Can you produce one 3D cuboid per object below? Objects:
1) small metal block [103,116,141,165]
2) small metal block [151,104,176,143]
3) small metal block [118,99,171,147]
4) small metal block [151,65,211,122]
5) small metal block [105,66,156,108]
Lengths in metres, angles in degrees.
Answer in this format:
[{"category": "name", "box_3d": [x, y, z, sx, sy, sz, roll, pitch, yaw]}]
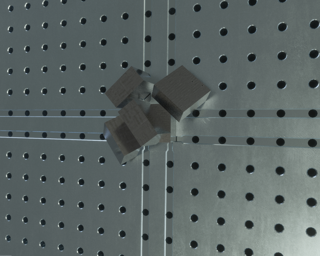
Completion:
[{"category": "small metal block", "box_3d": [-0.052, 0.017, 0.415, 0.025, 0.050, 0.050, -28, 79, -20]}, {"category": "small metal block", "box_3d": [-0.006, -0.006, 0.415, 0.050, 0.025, 0.050, 1, 90, 19]}, {"category": "small metal block", "box_3d": [-0.018, -0.006, 0.379, 0.025, 0.050, 0.050, -38, 79, 15]}, {"category": "small metal block", "box_3d": [0.026, -0.044, 0.389, 0.050, 0.025, 0.050, -38, 74, -25]}, {"category": "small metal block", "box_3d": [-0.037, -0.052, 0.413, 0.050, 0.050, 0.025, -43, 77, 15]}]
